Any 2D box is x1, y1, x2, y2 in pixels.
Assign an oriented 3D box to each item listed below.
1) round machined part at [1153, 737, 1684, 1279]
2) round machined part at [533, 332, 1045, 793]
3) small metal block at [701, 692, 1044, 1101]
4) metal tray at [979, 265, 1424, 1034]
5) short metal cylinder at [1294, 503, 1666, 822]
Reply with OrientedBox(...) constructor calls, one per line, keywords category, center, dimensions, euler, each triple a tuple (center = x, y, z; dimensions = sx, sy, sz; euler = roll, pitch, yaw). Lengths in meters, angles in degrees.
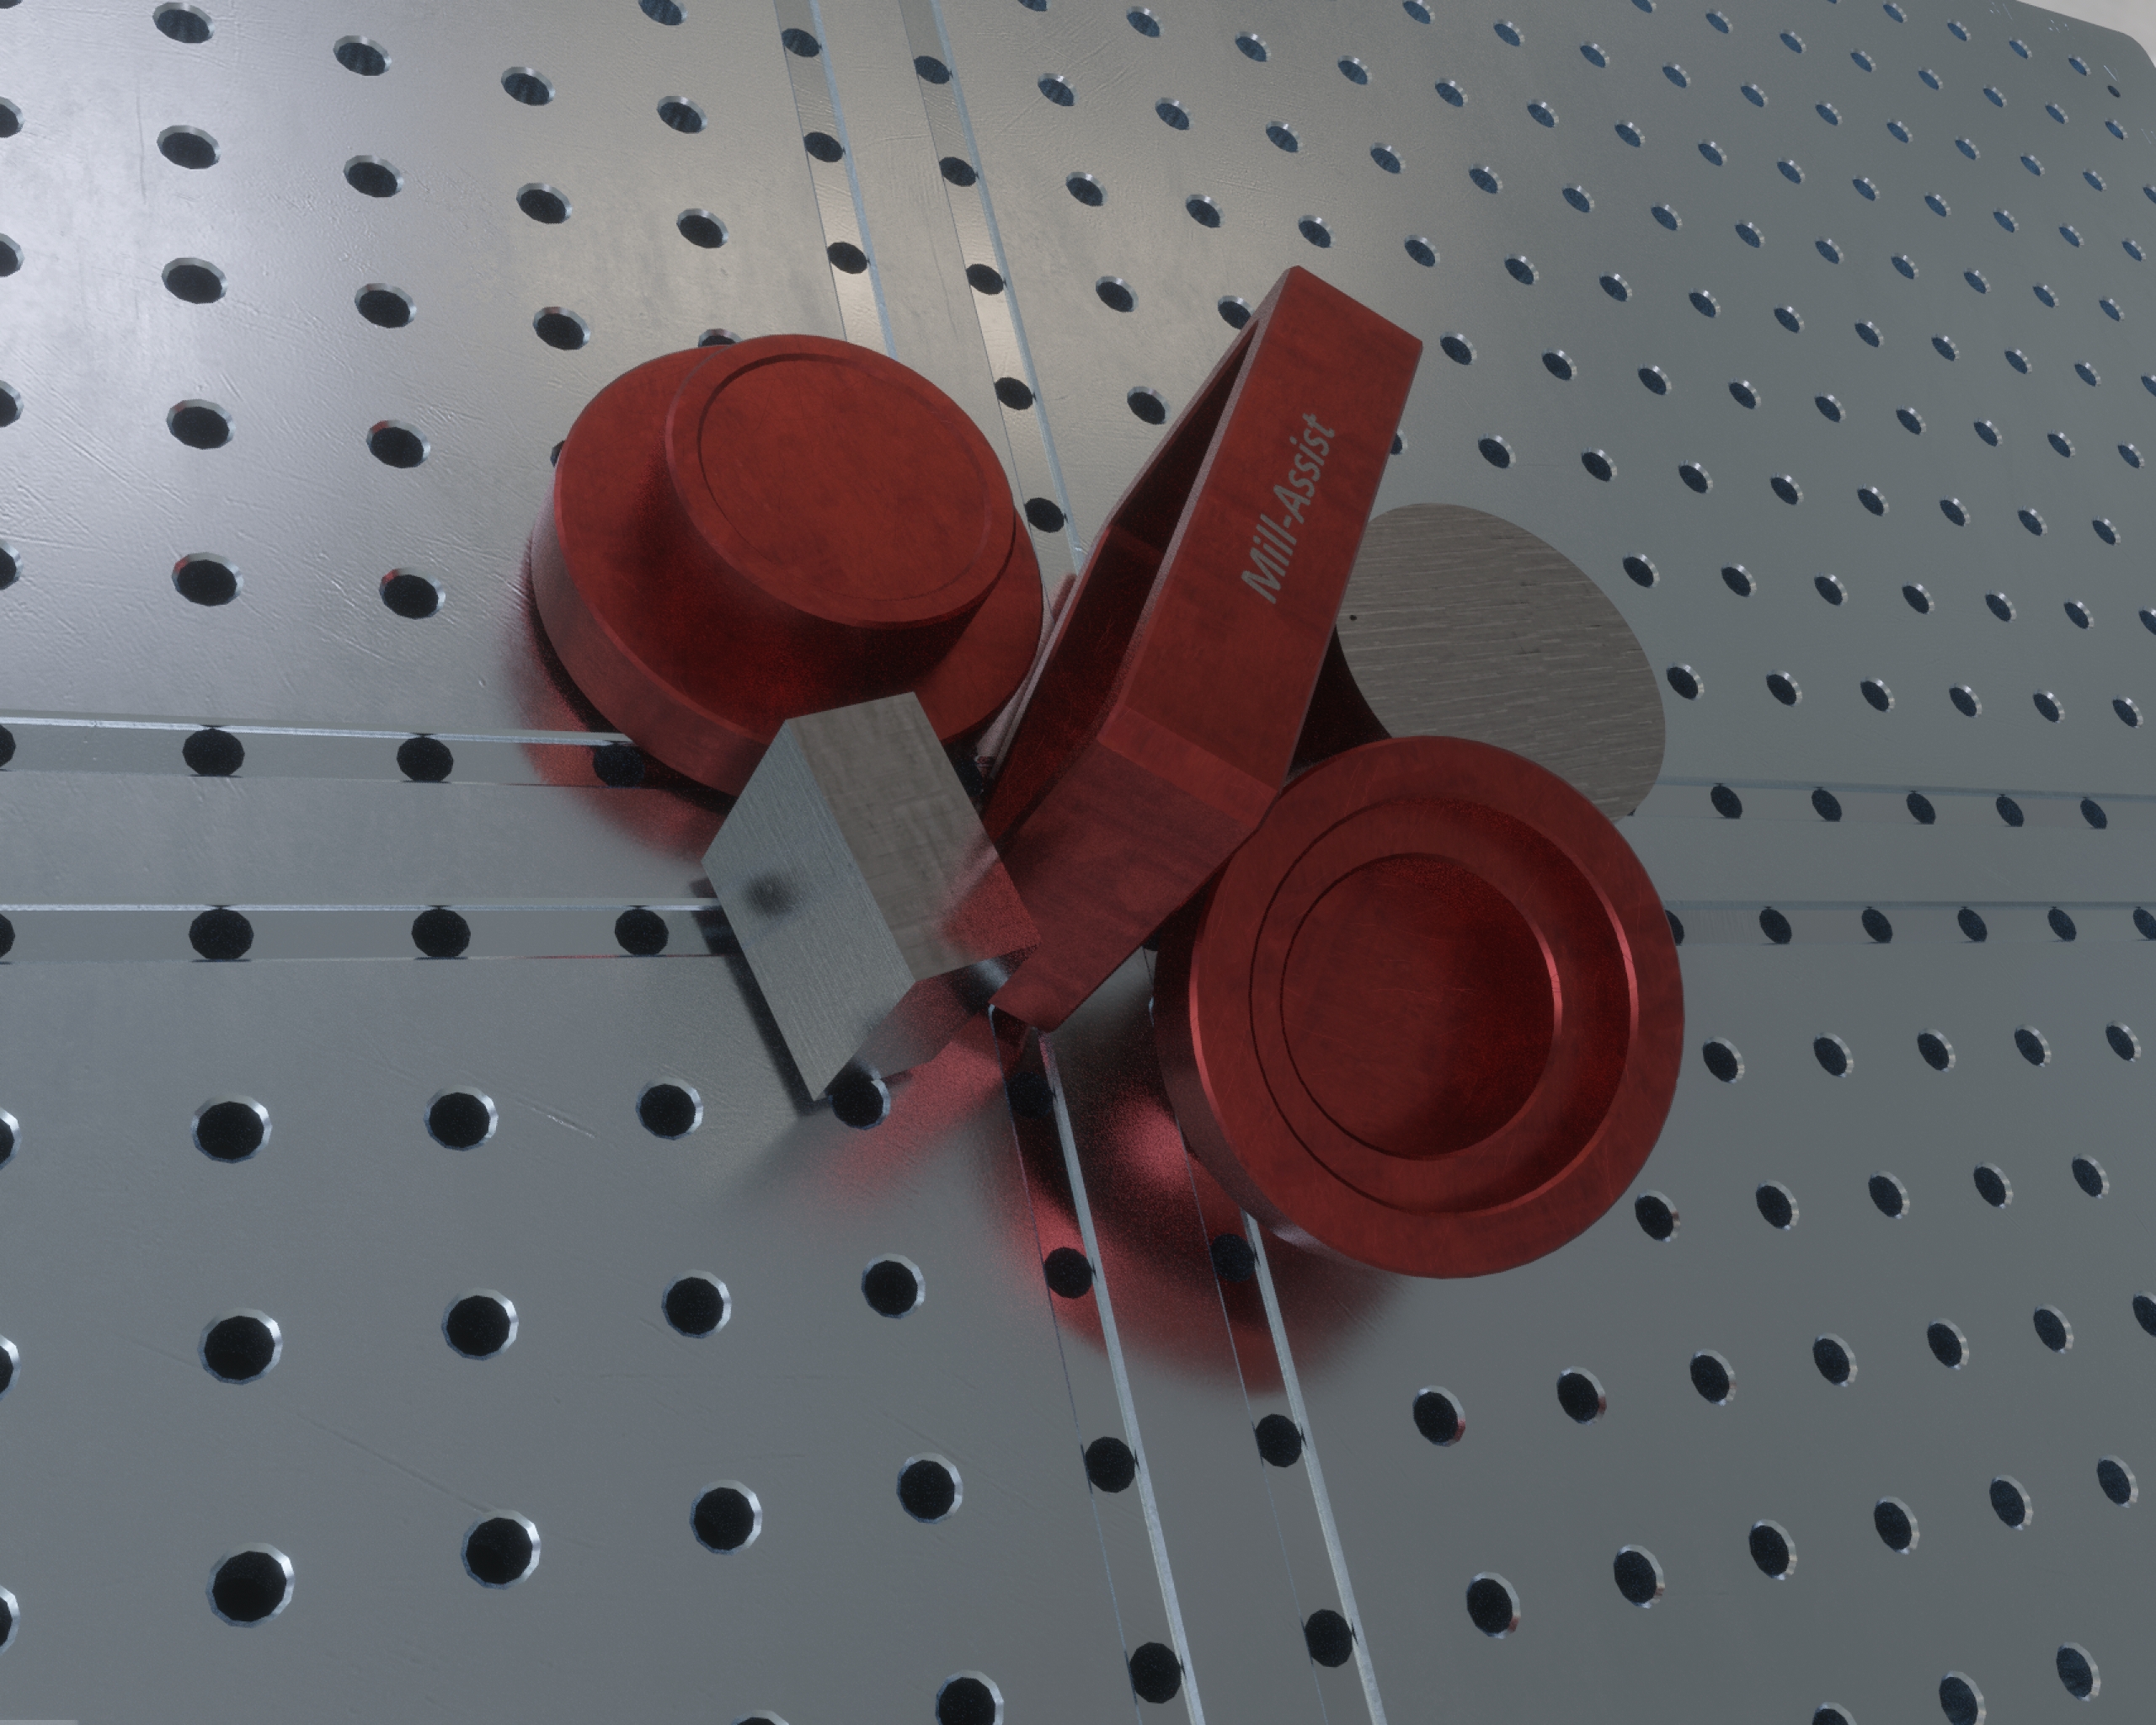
OrientedBox(category="round machined part", center=(0.060, 0.028, 0.393), dimensions=(0.099, 0.042, 0.097), euler=(2, 82, -18))
OrientedBox(category="round machined part", center=(-0.051, -0.062, 0.402), dimensions=(0.099, 0.042, 0.098), euler=(14, 56, -21))
OrientedBox(category="small metal block", center=(-0.037, 0.006, 0.363), dimensions=(0.025, 0.050, 0.050), euler=(-16, 71, -35))
OrientedBox(category="metal tray", center=(0.018, -0.041, 0.396), dimensions=(0.030, 0.090, 0.130), euler=(29, 52, -10))
OrientedBox(category="short metal cylinder", center=(0.077, -0.030, 0.447), dimensions=(0.081, 0.050, 0.080), euler=(14, 56, -21))
